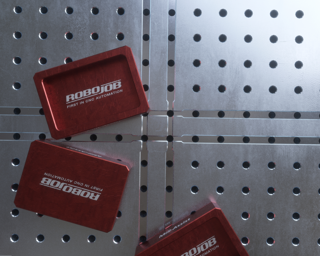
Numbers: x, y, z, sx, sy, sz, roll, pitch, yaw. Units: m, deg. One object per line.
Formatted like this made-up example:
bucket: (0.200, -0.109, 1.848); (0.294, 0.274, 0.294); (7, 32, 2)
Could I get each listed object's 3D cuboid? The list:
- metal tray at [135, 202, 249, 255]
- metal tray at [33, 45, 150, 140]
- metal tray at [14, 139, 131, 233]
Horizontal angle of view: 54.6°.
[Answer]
metal tray: (0.043, 0.171, 0.411); (0.130, 0.030, 0.090); (-31, 90, 0)
metal tray: (-0.088, -0.045, 0.410); (0.131, 0.030, 0.090); (-17, 90, 0)
metal tray: (-0.113, 0.075, 0.410); (0.131, 0.030, 0.090); (16, 90, 0)
